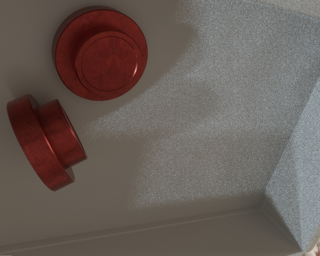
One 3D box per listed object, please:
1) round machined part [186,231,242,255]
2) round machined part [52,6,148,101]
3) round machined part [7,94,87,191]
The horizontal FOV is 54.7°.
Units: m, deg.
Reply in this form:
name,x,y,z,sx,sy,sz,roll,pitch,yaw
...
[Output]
name,x,y,z,sx,sy,sz,roll,pitch,yaw
round machined part,0.098,0.220,0.559,0.099,0.098,0.042,2,95,-29
round machined part,-0.057,-0.072,0.322,0.099,0.042,0.097,-14,124,-21
round machined part,-0.106,0.010,0.309,0.042,0.098,0.098,-27,128,-12
